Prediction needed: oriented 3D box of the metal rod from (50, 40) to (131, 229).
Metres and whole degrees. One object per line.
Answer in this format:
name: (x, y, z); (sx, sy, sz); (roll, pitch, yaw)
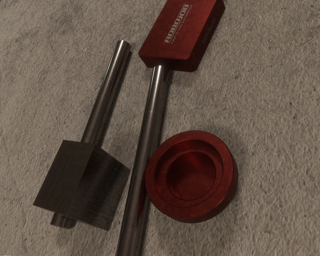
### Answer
metal rod: (-0.094, -0.007, 0.455); (0.025, 0.025, 0.300); (0, 61, 28)

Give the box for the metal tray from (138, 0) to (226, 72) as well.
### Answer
metal tray: (0.034, -0.149, 0.473); (0.090, 0.030, 0.130); (13, 68, 33)

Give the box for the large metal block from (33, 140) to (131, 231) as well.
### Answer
large metal block: (-0.088, 0.069, 0.371); (0.050, 0.080, 0.080); (5, 64, 30)

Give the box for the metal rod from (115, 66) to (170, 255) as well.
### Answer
metal rod: (-0.020, 0.048, 0.383); (0.025, 0.025, 0.299); (-5, 59, 25)

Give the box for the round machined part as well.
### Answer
round machined part: (0.037, 0.055, 0.339); (0.098, 0.042, 0.098); (-13, 56, 20)
